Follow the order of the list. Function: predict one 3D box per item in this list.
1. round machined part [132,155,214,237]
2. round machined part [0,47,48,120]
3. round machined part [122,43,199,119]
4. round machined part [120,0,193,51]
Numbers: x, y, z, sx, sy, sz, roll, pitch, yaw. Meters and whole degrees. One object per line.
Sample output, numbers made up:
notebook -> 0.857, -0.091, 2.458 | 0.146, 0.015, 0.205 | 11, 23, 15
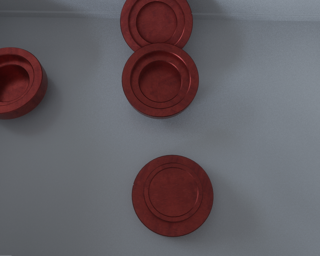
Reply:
round machined part -> 0.015, 0.079, 0.372 | 0.099, 0.042, 0.098 | 0, 70, 0
round machined part -> -0.201, -0.056, 0.420 | 0.099, 0.042, 0.098 | 0, 70, 0
round machined part -> 0.001, -0.060, 0.415 | 0.099, 0.042, 0.097 | 0, 84, -1
round machined part -> -0.004, -0.148, 0.438 | 0.099, 0.042, 0.097 | 0, 108, 0
